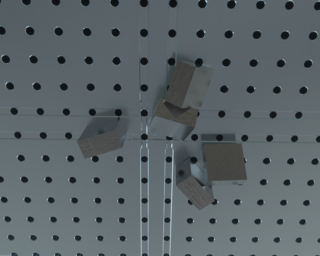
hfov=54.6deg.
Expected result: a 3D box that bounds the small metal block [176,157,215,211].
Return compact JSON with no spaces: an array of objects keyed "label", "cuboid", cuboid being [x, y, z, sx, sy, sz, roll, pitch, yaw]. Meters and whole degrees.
[{"label":"small metal block","cuboid":[0.047,0.076,0.428,0.025,0.050,0.050,-37,106,16]}]

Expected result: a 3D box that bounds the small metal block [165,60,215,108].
[{"label":"small metal block","cuboid":[0.037,-0.053,0.378,0.025,0.050,0.050,28,110,29]}]

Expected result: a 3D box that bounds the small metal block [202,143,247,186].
[{"label":"small metal block","cuboid":[0.085,0.049,0.417,0.050,0.025,0.050,-2,66,-1]}]

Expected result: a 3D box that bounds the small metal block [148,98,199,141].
[{"label":"small metal block","cuboid":[0.015,-0.010,0.395,0.050,0.050,0.025,16,66,-6]}]

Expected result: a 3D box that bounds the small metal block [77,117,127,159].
[{"label":"small metal block","cuboid":[-0.074,0.012,0.404,0.050,0.050,0.025,-17,109,6]}]
